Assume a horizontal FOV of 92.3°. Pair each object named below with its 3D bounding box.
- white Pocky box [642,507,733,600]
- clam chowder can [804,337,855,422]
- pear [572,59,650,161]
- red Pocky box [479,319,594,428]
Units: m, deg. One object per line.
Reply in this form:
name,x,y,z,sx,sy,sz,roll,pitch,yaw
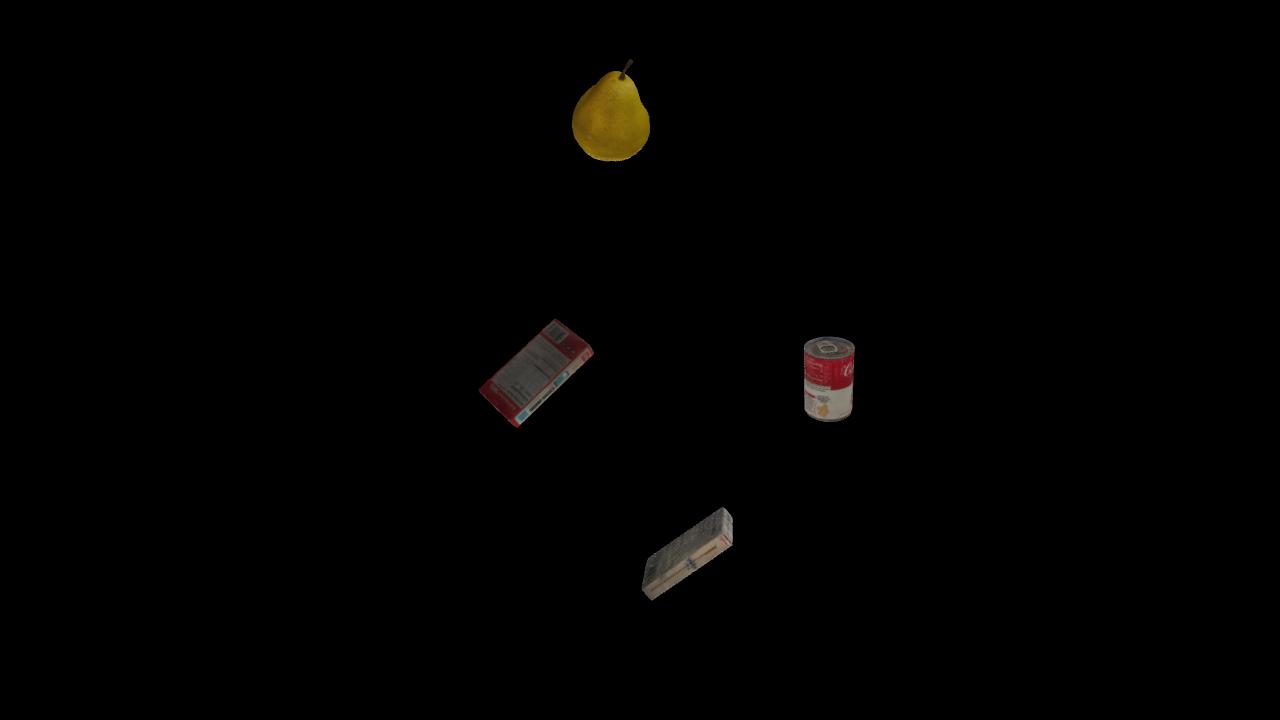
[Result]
white Pocky box,0.071,0.286,0.914,0.154,0.028,0.084,-39,5,15
clam chowder can,0.264,0.027,0.862,0.068,0.102,0.068,-6,26,3
pear,-0.029,-0.248,0.607,0.080,0.080,0.111,0,-18,-1
red Pocky box,-0.149,0.017,0.883,0.083,0.155,0.028,38,-15,31
